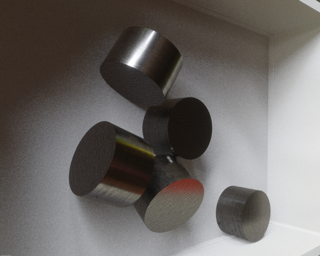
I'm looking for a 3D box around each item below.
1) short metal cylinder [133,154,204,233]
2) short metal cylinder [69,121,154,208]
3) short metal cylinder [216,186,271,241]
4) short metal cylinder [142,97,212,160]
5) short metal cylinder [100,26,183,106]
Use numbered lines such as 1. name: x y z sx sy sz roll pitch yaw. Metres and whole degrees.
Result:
1. short metal cylinder: 0.006 0.079 0.376 0.081 0.050 0.079 -17 127 -24
2. short metal cylinder: -0.052 0.039 0.329 0.050 0.080 0.080 29 72 -37
3. short metal cylinder: 0.138 0.139 0.509 0.081 0.050 0.079 0 90 -40
4. short metal cylinder: 0.024 0.000 0.413 0.081 0.050 0.079 0 90 -40
5. short metal cylinder: -0.021 -0.068 0.355 0.080 0.080 0.050 41 65 -33
